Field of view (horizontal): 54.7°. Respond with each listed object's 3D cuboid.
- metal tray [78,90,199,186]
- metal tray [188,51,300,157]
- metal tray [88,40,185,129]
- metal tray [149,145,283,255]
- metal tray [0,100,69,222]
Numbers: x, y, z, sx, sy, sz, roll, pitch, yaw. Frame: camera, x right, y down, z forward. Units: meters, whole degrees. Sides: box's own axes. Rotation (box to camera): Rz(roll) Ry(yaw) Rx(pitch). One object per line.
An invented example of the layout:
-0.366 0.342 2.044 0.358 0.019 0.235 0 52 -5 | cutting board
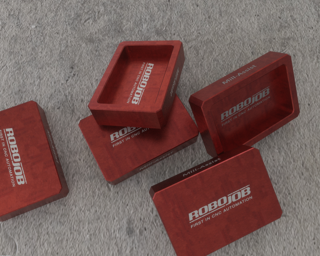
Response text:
-0.027 0.004 0.404 0.131 0.030 0.090 -27 72 -10 | metal tray
0.108 -0.026 0.383 0.131 0.090 0.030 -30 29 -13 | metal tray
-0.025 -0.060 0.395 0.090 0.030 0.130 4 52 17 | metal tray
0.064 0.085 0.356 0.131 0.030 0.090 -23 97 -9 | metal tray
-0.179 0.039 0.390 0.091 0.030 0.130 -21 71 -8 | metal tray
